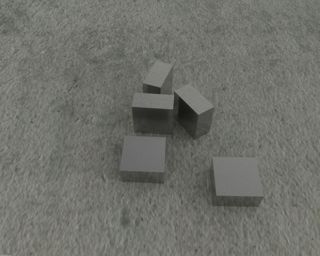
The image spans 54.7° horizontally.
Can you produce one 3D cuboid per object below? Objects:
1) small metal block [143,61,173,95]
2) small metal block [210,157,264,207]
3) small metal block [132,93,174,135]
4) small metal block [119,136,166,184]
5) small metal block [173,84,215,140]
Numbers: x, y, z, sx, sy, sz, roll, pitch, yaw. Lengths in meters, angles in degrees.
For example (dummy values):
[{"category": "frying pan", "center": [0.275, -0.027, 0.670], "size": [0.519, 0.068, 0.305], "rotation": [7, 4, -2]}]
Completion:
[{"category": "small metal block", "center": [-0.002, -0.057, 0.435], "size": [0.025, 0.050, 0.050], "rotation": [16, 52, 13]}, {"category": "small metal block", "center": [0.085, 0.061, 0.353], "size": [0.050, 0.025, 0.050], "rotation": [1, 50, 0]}, {"category": "small metal block", "center": [-0.008, -0.018, 0.402], "size": [0.050, 0.050, 0.025], "rotation": [4, 50, 3]}, {"category": "small metal block", "center": [-0.019, 0.037, 0.372], "size": [0.050, 0.025, 0.050], "rotation": [2, 50, 1]}, {"category": "small metal block", "center": [0.042, -0.021, 0.405], "size": [0.025, 0.050, 0.050], "rotation": [-27, 56, -21]}]
